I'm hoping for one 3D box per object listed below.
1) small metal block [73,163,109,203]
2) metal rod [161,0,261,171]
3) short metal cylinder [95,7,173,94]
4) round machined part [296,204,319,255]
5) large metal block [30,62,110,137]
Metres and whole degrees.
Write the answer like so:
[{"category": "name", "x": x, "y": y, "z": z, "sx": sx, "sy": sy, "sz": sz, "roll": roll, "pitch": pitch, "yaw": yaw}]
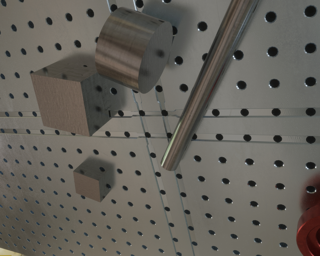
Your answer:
[{"category": "small metal block", "x": -0.117, "y": 0.093, "z": 0.528, "sx": 0.050, "sy": 0.025, "sz": 0.050, "roll": 16, "pitch": 125, "yaw": 19}, {"category": "metal rod", "x": 0.056, "y": -0.059, "z": 0.344, "sx": 0.025, "sy": 0.025, "sz": 0.298, "roll": 29, "pitch": 128, "yaw": 9}, {"category": "short metal cylinder", "x": -0.026, "y": -0.084, "z": 0.336, "sx": 0.050, "sy": 0.080, "sz": 0.079, "roll": 24, "pitch": 127, "yaw": 13}, {"category": "round machined part", "x": 0.215, "y": 0.125, "z": 0.364, "sx": 0.098, "sy": 0.042, "sz": 0.097, "roll": 13, "pitch": 124, "yaw": 20}, {"category": "large metal block", "x": -0.122, "y": -0.041, "z": 0.432, "sx": 0.080, "sy": 0.050, "sz": 0.079, "roll": 12, "pitch": 123, "yaw": 21}]
